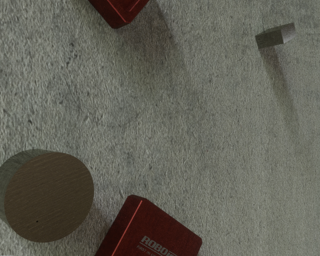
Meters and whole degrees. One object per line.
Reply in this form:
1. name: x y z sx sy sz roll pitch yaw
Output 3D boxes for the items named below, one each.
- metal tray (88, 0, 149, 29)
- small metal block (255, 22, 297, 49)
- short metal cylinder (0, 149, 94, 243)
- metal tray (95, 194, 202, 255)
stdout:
1. metal tray: -0.062 -0.191 0.348 0.130 0.030 0.090 47 62 -30
2. small metal block: 0.211 -0.168 0.564 0.050 0.050 0.025 -33 111 -35
3. short metal cylinder: -0.111 0.061 0.295 0.081 0.050 0.080 0 90 -40
4. metal tray: -0.009 0.155 0.394 0.130 0.030 0.090 44 64 -31
